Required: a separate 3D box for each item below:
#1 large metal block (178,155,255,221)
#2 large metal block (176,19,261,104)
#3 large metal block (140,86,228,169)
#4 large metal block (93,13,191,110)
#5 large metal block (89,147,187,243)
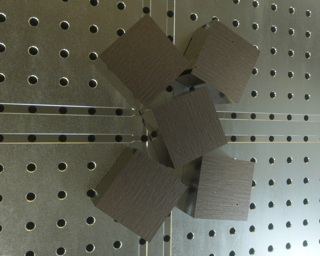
[{"bbox_3d":[0.077,0.080,0.427,0.081,0.050,0.080,10,87,-20],"label":"large metal block"},{"bbox_3d":[0.078,-0.087,0.427,0.080,0.050,0.080,28,81,-21],"label":"large metal block"},{"bbox_3d":[0.031,-0.002,0.409,0.081,0.050,0.080,-24,98,-18],"label":"large metal block"},{"bbox_3d":[-0.024,-0.080,0.390,0.080,0.050,0.080,-46,104,-14],"label":"large metal block"},{"bbox_3d":[-0.028,0.080,0.387,0.080,0.050,0.080,39,77,-16],"label":"large metal block"}]
